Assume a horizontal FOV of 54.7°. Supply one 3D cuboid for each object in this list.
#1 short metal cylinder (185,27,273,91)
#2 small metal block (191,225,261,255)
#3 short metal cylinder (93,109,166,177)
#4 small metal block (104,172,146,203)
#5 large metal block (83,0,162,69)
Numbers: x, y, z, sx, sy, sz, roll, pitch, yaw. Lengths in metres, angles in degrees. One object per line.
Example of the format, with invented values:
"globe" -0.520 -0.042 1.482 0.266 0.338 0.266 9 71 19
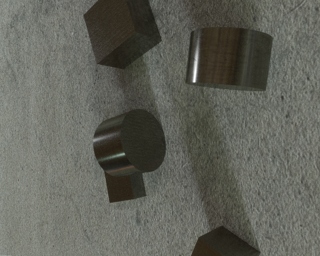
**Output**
"short metal cylinder" 0.068 -0.066 0.312 0.080 0.081 0.050 10 97 39
"small metal block" 0.070 0.135 0.330 0.050 0.050 0.025 29 108 36
"short metal cylinder" -0.038 0.020 0.398 0.050 0.081 0.080 -17 80 38
"small metal block" -0.051 0.078 0.445 0.050 0.025 0.050 -19 78 38
"large metal block" -0.054 -0.140 0.431 0.080 0.050 0.080 -27 73 36
